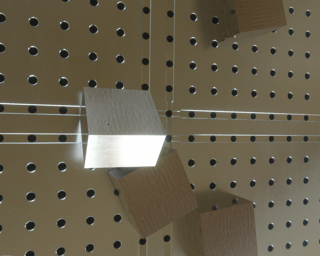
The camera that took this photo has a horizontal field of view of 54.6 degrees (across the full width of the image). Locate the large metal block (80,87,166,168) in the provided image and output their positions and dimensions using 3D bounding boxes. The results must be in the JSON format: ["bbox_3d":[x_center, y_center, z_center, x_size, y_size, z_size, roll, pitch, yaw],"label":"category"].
[{"bbox_3d":[-0.047,-0.002,0.359,0.081,0.080,0.050,1,133,-20],"label":"large metal block"}]

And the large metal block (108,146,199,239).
[{"bbox_3d":[-0.009,0.078,0.394,0.080,0.050,0.080,-25,101,-18],"label":"large metal block"}]

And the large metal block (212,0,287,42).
[{"bbox_3d":[0.126,-0.175,0.445,0.081,0.050,0.080,-15,95,-19],"label":"large metal block"}]

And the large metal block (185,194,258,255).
[{"bbox_3d":[0.084,0.143,0.430,0.081,0.050,0.080,-6,92,-20],"label":"large metal block"}]
